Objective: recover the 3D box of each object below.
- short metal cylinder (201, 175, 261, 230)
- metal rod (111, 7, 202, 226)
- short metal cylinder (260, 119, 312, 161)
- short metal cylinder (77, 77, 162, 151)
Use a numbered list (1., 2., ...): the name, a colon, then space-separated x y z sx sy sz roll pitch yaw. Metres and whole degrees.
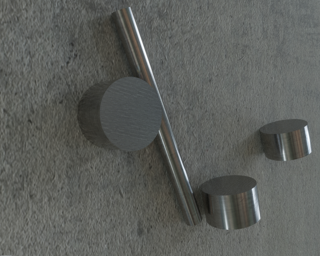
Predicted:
1. short metal cylinder: 0.104 0.107 0.457 0.081 0.080 0.050 -17 101 -39
2. metal rod: 0.002 -0.003 0.405 0.025 0.025 0.298 -31 109 -36
3. short metal cylinder: 0.227 0.020 0.559 0.081 0.080 0.050 -25 106 -37
4. short metal cylinder: -0.045 -0.015 0.351 0.081 0.050 0.079 0 90 -40
